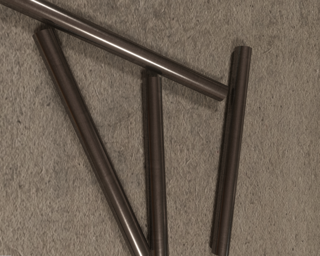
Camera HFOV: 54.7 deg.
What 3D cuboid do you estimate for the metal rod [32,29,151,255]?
[{"bbox_3d":[-0.080,0.027,0.380,0.025,0.025,0.299,-25,99,-19],"label":"metal rod"}]

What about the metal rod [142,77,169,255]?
[{"bbox_3d":[-0.004,0.084,0.408,0.025,0.025,0.298,-3,91,-20],"label":"metal rod"}]

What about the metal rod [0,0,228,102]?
[{"bbox_3d":[-0.043,-0.100,0.393,0.302,0.025,0.025,21,83,-19],"label":"metal rod"}]

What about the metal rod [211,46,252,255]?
[{"bbox_3d":[0.104,0.031,0.449,0.025,0.025,0.298,8,87,-20],"label":"metal rod"}]
